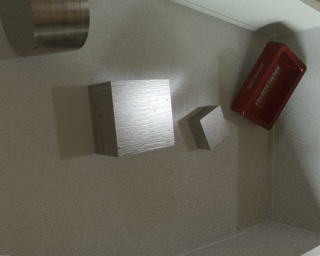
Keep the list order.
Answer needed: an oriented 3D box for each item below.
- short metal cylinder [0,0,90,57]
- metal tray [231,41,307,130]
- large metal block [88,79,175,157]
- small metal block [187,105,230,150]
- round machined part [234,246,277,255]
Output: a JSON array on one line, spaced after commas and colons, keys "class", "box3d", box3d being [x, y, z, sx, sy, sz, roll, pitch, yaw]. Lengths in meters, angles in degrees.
[{"class": "short metal cylinder", "box3d": [-0.107, -0.108, 0.281, 0.050, 0.080, 0.079, -21, 104, -38]}, {"class": "metal tray", "box3d": [0.189, -0.070, 0.533, 0.090, 0.030, 0.129, 25, 97, -38]}, {"class": "large metal block", "box3d": [-0.032, -0.014, 0.365, 0.081, 0.050, 0.079, -9, 96, -40]}, {"class": "small metal block", "box3d": [0.075, -0.001, 0.472, 0.050, 0.025, 0.050, -35, 112, -35]}, {"class": "round machined part", "box3d": [0.158, 0.224, 0.500, 0.099, 0.098, 0.042, -7, 82, -40]}]
